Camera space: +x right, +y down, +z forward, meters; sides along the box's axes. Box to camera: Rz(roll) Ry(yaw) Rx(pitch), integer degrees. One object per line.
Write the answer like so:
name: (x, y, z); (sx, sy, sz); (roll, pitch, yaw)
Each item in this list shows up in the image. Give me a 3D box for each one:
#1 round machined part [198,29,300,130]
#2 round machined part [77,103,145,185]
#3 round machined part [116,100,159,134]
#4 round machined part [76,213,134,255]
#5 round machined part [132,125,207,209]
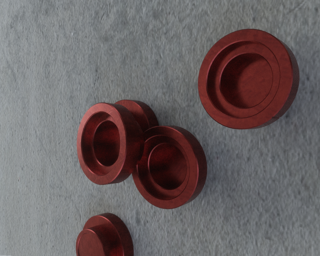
round machined part: (0.092, -0.047, 0.317); (0.098, 0.042, 0.097); (0, 90, 39)
round machined part: (-0.057, 0.019, 0.381); (0.098, 0.042, 0.097); (-3, 86, 43)
round machined part: (-0.051, 0.009, 0.434); (0.098, 0.042, 0.097); (0, 90, 39)
round machined part: (-0.089, 0.181, 0.465); (0.098, 0.042, 0.097); (0, 90, 39)
round machined part: (0.015, 0.045, 0.378); (0.098, 0.042, 0.097); (1, 92, 37)
